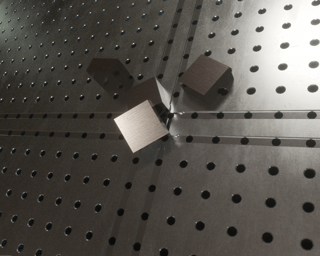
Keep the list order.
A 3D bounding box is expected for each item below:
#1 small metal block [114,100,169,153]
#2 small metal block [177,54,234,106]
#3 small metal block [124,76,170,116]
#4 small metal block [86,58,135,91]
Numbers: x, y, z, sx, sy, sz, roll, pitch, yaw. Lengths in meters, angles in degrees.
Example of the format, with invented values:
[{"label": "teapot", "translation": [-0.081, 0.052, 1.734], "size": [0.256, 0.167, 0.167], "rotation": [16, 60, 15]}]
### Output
[{"label": "small metal block", "translation": [-0.023, -0.003, 0.405], "size": [0.050, 0.025, 0.050], "rotation": [-30, 89, 9]}, {"label": "small metal block", "translation": [0.061, -0.065, 0.415], "size": [0.050, 0.025, 0.050], "rotation": [-48, 52, -6]}, {"label": "small metal block", "translation": [-0.019, -0.038, 0.441], "size": [0.050, 0.025, 0.050], "rotation": [-24, 53, 13]}, {"label": "small metal block", "translation": [-0.076, -0.082, 0.481], "size": [0.050, 0.050, 0.025], "rotation": [10, 67, 32]}]
